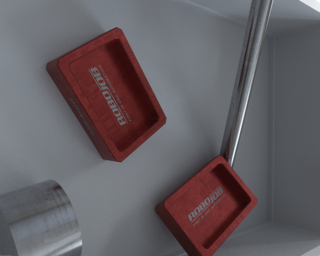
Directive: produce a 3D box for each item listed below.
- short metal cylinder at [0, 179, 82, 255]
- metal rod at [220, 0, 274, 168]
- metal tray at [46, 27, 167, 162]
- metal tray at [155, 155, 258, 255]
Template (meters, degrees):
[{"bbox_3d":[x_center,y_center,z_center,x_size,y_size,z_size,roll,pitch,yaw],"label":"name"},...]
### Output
[{"bbox_3d":[-0.113,0.092,0.278,0.050,0.080,0.079,-16,100,-39],"label":"short metal cylinder"},{"bbox_3d":[0.115,-0.061,0.426,0.025,0.025,0.298,-21,129,-38],"label":"metal rod"},{"bbox_3d":[-0.055,-0.037,0.358,0.090,0.030,0.130,-42,116,-32],"label":"metal tray"},{"bbox_3d":[0.069,0.108,0.436,0.131,0.030,0.090,-33,80,-36],"label":"metal tray"}]
